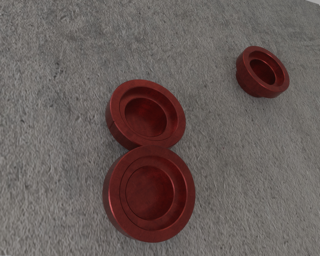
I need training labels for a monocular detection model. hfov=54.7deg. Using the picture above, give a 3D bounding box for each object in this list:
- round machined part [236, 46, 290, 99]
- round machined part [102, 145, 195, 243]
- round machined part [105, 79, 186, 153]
[{"bbox_3d":[0.173,-0.092,0.542,0.099,0.042,0.098,14,56,-21],"label":"round machined part"},{"bbox_3d":[-0.014,0.070,0.333,0.099,0.042,0.098,8,72,-26],"label":"round machined part"},{"bbox_3d":[-0.021,-0.009,0.387,0.099,0.042,0.098,14,56,-21],"label":"round machined part"}]
